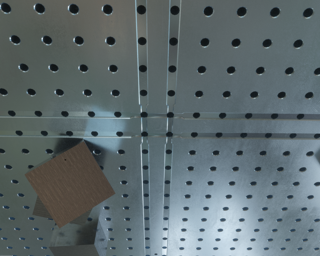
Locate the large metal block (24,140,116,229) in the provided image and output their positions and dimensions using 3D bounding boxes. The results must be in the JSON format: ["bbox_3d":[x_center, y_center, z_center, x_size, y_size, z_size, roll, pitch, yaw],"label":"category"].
[{"bbox_3d":[-0.117,0.070,0.413,0.080,0.050,0.080,-31,99,-13],"label":"large metal block"}]

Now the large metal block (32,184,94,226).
[{"bbox_3d":[-0.142,0.100,0.479,0.080,0.050,0.080,18,128,-15],"label":"large metal block"}]

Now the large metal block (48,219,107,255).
[{"bbox_3d":[-0.149,0.216,0.578,0.080,0.050,0.080,-4,130,3],"label":"large metal block"}]
